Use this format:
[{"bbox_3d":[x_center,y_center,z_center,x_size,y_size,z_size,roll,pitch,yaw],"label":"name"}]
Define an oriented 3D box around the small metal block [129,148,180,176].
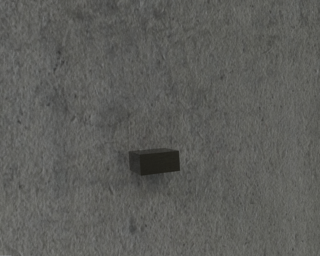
[{"bbox_3d":[-0.008,0.042,0.394,0.050,0.050,0.025,-4,92,-20],"label":"small metal block"}]
